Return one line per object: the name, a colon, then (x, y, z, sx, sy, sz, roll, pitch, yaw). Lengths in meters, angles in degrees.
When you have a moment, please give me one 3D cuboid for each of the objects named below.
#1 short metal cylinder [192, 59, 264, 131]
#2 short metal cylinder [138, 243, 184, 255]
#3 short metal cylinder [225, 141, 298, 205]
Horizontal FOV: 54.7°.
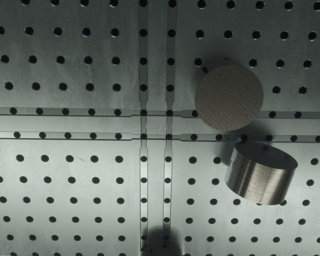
short metal cylinder: (0.081, -0.042, 0.385, 0.081, 0.050, 0.079, 0, 110, 0)
short metal cylinder: (0.002, 0.229, 0.484, 0.081, 0.050, 0.079, 0, 110, 0)
short metal cylinder: (0.131, 0.056, 0.406, 0.081, 0.080, 0.050, 11, 110, -4)
